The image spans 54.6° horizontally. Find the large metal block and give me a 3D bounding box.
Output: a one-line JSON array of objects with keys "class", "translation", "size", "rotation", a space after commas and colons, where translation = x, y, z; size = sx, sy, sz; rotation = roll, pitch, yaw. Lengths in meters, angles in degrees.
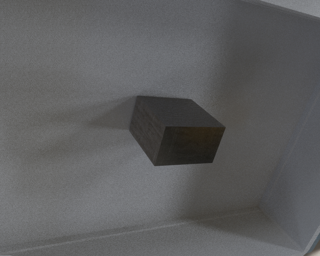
[{"class": "large metal block", "translation": [0.018, 0.001, 0.380], "size": [0.081, 0.080, 0.050], "rotation": [1, 118, -29]}]
